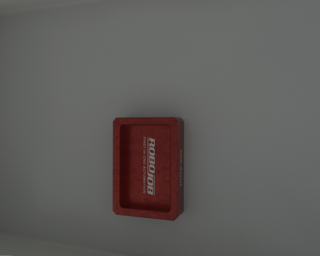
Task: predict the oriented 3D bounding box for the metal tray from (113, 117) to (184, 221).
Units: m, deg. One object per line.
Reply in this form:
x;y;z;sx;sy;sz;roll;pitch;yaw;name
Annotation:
-0.016;0.051;0.412;0.090;0.030;0.129;0;90;19;metal tray
